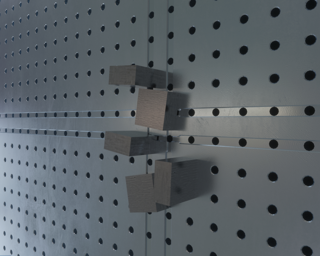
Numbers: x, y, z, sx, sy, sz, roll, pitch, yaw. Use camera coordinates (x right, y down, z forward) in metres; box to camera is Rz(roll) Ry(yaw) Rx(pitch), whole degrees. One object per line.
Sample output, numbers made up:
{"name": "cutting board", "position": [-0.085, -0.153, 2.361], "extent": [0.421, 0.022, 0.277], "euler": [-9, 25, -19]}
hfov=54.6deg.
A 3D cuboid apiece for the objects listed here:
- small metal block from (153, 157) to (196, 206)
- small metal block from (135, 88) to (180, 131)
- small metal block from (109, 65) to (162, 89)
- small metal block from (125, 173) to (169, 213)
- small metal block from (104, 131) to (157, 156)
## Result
{"name": "small metal block", "position": [0.019, 0.063, 0.378], "extent": [0.025, 0.050, 0.050], "euler": [4, 93, 40]}
{"name": "small metal block", "position": [-0.004, -0.025, 0.414], "extent": [0.050, 0.025, 0.050], "euler": [12, 98, 39]}
{"name": "small metal block", "position": [-0.033, -0.069, 0.422], "extent": [0.050, 0.050, 0.025], "euler": [8, 95, 40]}
{"name": "small metal block", "position": [-0.018, 0.088, 0.426], "extent": [0.050, 0.025, 0.050], "euler": [-14, 81, 39]}
{"name": "small metal block", "position": [-0.041, 0.020, 0.428], "extent": [0.050, 0.050, 0.025], "euler": [11, 97, 39]}
